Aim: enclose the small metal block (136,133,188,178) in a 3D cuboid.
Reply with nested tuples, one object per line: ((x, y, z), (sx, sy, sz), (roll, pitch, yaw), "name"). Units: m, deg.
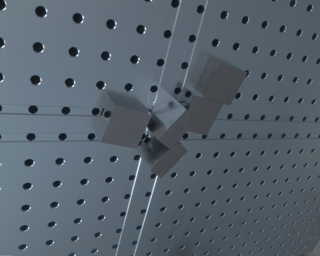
((0.001, 0.030, 0.413), (0.050, 0.050, 0.025), (-46, 129, 4), "small metal block")

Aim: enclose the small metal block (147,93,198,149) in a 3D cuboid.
((0.012, -0.010, 0.395), (0.050, 0.050, 0.025), (-47, 129, 5), "small metal block")

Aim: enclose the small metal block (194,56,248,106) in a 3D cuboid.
((0.081, -0.062, 0.416), (0.050, 0.025, 0.050), (12, 112, -33), "small metal block")

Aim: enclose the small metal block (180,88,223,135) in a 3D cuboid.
((0.050, -0.021, 0.425), (0.050, 0.025, 0.050), (13, 112, -34), "small metal block")

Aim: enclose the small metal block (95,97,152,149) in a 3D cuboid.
((-0.045, -0.006, 0.382), (0.050, 0.025, 0.050), (13, 112, -34), "small metal block")
